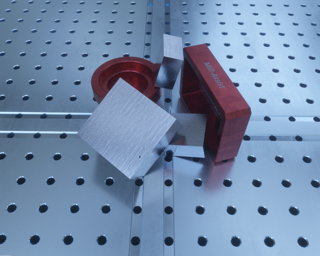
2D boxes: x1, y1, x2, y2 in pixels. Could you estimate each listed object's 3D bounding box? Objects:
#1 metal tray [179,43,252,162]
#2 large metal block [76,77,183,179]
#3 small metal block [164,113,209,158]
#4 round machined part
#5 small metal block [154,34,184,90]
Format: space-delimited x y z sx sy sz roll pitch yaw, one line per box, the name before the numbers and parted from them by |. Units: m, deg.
metal tray | 0.063 -0.034 0.394 0.030 0.089 0.130 -14 52 -12
large metal block | -0.033 0.002 0.360 0.080 0.050 0.080 38 90 14
small metal block | 0.034 0.009 0.394 0.050 0.025 0.050 2 54 16
round machined part | -0.045 -0.055 0.442 0.099 0.042 0.098 0 50 0
small metal block | 0.011 -0.088 0.412 0.025 0.050 0.050 9 48 -11
